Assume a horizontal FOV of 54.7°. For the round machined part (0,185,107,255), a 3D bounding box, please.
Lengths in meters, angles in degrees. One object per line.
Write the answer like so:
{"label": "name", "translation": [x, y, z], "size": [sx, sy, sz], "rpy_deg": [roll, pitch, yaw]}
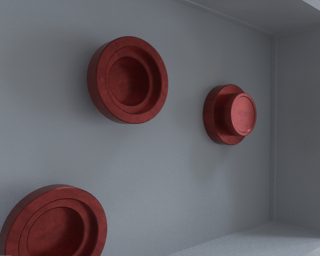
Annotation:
{"label": "round machined part", "translation": [-0.106, 0.105, 0.307], "size": [0.099, 0.042, 0.097], "rpy_deg": [0, 90, -40]}

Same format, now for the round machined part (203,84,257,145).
{"label": "round machined part", "translation": [0.117, -0.021, 0.493], "size": [0.099, 0.042, 0.097], "rpy_deg": [0, 90, -40]}

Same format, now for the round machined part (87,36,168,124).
{"label": "round machined part", "translation": [-0.041, -0.053, 0.361], "size": [0.099, 0.042, 0.097], "rpy_deg": [0, 90, -40]}
